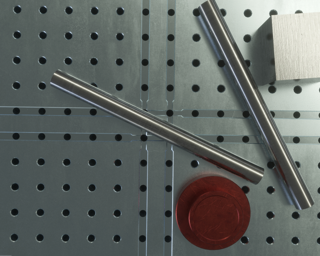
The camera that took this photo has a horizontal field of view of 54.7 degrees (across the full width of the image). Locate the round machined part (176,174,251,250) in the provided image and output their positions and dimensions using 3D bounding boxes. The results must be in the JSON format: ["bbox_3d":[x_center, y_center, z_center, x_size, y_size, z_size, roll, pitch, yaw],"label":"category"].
[{"bbox_3d":[0.070,0.112,0.405,0.099,0.042,0.097,0,90,0],"label":"round machined part"}]

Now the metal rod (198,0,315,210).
[{"bbox_3d":[0.128,-0.031,0.414,0.025,0.025,0.299,-26,90,0],"label":"metal rod"}]

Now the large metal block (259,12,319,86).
[{"bbox_3d":[0.179,-0.101,0.402,0.080,0.050,0.080,-4,90,0],"label":"large metal block"}]

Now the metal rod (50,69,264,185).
[{"bbox_3d":[-0.003,-0.001,0.413,0.301,0.025,0.025,26,90,0],"label":"metal rod"}]
